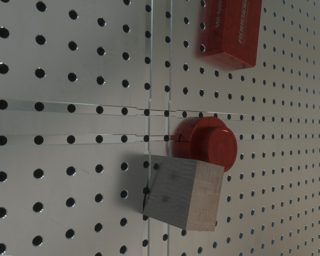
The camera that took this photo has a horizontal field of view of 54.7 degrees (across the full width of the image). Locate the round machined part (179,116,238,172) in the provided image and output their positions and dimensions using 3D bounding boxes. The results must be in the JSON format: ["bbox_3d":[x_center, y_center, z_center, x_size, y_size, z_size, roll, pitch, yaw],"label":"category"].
[{"bbox_3d":[0.079,0.031,0.464,0.099,0.042,0.097,0,90,-40],"label":"round machined part"}]

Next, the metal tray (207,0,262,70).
[{"bbox_3d":[0.126,-0.172,0.510,0.091,0.030,0.129,12,82,-39],"label":"metal tray"}]

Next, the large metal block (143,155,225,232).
[{"bbox_3d":[0.029,0.081,0.398,0.050,0.080,0.080,18,79,-39],"label":"large metal block"}]
